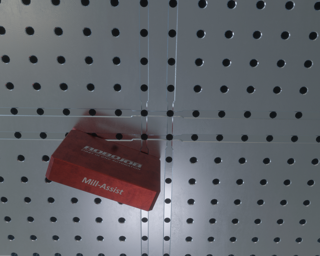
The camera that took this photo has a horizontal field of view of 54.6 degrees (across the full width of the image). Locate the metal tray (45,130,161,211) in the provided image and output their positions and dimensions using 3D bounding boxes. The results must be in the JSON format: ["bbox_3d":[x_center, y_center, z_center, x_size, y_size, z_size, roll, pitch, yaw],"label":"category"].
[{"bbox_3d":[-0.065,0.051,0.396,0.131,0.090,0.030,20,109,-7],"label":"metal tray"}]
